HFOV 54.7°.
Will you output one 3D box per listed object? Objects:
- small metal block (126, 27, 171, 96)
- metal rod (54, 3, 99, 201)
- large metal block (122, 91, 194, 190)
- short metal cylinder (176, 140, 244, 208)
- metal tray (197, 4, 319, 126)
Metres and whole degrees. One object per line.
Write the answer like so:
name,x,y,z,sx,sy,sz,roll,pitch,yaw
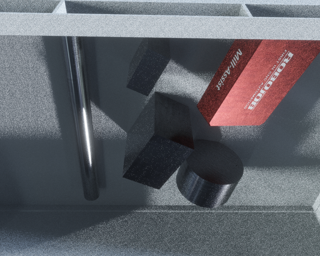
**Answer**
small metal block,-0.013,-0.071,0.332,0.025,0.050,0.050,22,127,-18
metal rod,-0.101,-0.006,0.402,0.025,0.025,0.298,2,130,-3
large metal block,-0.004,0.016,0.386,0.050,0.080,0.080,23,126,-19
short metal cylinder,0.067,0.062,0.427,0.081,0.080,0.050,9,130,-8
metal tray,0.108,-0.058,0.335,0.091,0.030,0.129,-1,135,-32
